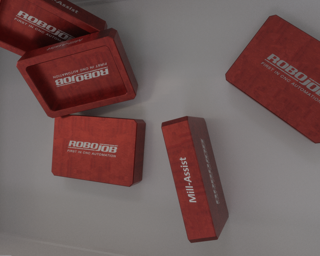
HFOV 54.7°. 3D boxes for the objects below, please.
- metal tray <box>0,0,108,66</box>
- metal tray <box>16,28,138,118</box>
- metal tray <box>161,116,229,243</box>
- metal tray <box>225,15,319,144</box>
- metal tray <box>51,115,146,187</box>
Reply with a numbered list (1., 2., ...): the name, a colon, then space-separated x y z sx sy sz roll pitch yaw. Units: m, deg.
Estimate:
1. metal tray: -0.146 -0.126 0.400 0.090 0.131 0.030 -47 31 37
2. metal tray: -0.105 -0.069 0.408 0.130 0.030 0.090 -12 126 11
3. metal tray: 0.044 0.053 0.360 0.030 0.090 0.129 -15 85 19
4. metal tray: 0.154 -0.055 0.353 0.130 0.030 0.090 39 102 15
5. metal tray: -0.088 0.028 0.439 0.130 0.030 0.089 5 92 19
